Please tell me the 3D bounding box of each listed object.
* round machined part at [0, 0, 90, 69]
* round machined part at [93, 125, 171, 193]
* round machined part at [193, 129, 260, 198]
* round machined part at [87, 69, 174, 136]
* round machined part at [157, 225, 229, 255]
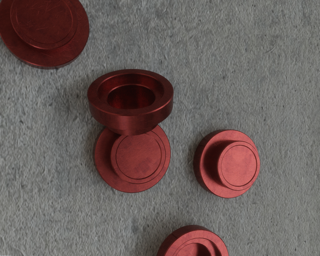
[{"bbox_3d":[-0.130,-0.119,0.352,0.099,0.042,0.097,0,90,-20],"label":"round machined part"},{"bbox_3d":[-0.032,0.033,0.388,0.099,0.042,0.097,0,90,-20],"label":"round machined part"},{"bbox_3d":[0.100,0.051,0.437,0.099,0.042,0.097,0,90,-20],"label":"round machined part"},{"bbox_3d":[-0.034,-0.028,0.368,0.099,0.098,0.042,-16,133,-19],"label":"round machined part"},{"bbox_3d":[0.039,0.178,0.415,0.099,0.042,0.097,0,90,-20],"label":"round machined part"}]
